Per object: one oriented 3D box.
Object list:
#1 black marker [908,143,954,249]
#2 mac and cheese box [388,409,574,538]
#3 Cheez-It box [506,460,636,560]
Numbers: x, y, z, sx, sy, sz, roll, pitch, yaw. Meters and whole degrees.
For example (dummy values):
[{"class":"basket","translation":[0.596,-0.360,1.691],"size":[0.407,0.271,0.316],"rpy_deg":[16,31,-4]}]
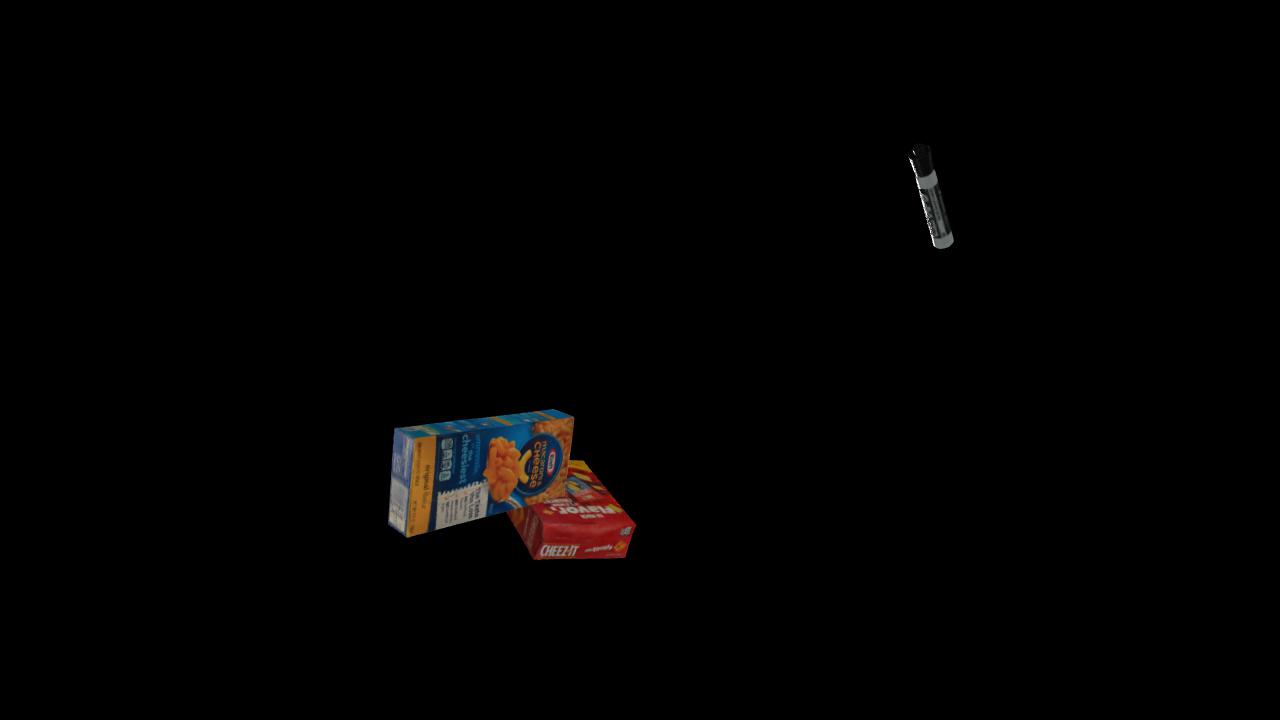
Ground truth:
[{"class":"black marker","translation":[0.273,-0.152,0.576],"size":[0.020,0.020,0.121],"rpy_deg":[0,-35,38]},{"class":"mac and cheese box","translation":[-0.147,0.103,0.597],"size":[0.041,0.093,0.184],"rpy_deg":[14,11,40]},{"class":"Cheez-It box","translation":[-0.131,0.241,1.023],"size":[0.166,0.071,0.223],"rpy_deg":[9,14,-32]}]
